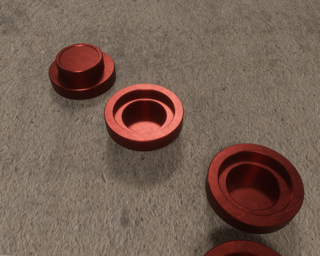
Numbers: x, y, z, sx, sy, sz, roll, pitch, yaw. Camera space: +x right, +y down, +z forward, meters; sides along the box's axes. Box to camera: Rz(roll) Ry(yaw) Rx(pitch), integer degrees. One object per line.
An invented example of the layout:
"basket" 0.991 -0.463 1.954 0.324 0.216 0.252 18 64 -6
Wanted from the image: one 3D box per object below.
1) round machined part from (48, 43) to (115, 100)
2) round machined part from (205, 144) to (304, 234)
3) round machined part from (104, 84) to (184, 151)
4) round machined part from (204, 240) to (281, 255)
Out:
"round machined part" -0.118 -0.091 0.467 0.099 0.042 0.098 0 50 0
"round machined part" 0.098 0.068 0.337 0.099 0.042 0.098 0 50 0
"round machined part" -0.020 -0.009 0.399 0.099 0.042 0.098 0 50 0
"round machined part" 0.073 0.152 0.266 0.099 0.042 0.098 0 50 0
